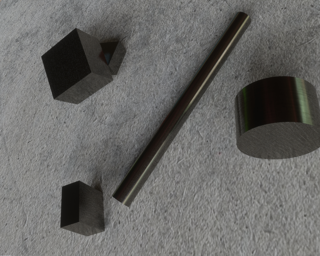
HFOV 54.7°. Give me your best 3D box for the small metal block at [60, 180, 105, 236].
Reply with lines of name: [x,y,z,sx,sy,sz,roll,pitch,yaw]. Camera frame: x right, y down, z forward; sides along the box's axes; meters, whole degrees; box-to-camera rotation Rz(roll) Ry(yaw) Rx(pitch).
small metal block: [-0.093,0.098,0.375,0.025,0.050,0.050,-21,54,16]

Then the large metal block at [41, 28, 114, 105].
large metal block: [-0.131,-0.094,0.487,0.080,0.050,0.080,-29,71,23]

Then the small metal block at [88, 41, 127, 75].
small metal block: [-0.091,-0.116,0.521,0.050,0.025,0.050,4,63,29]

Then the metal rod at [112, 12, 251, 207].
metal rod: [0.035,-0.033,0.404,0.025,0.025,0.300,25,75,36]

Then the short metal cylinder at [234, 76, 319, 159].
short metal cylinder: [0.117,-0.007,0.311,0.080,0.080,0.050,-9,58,23]
